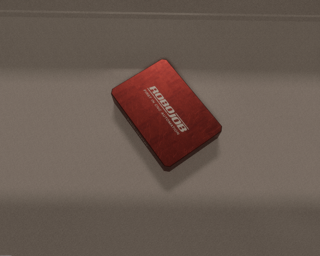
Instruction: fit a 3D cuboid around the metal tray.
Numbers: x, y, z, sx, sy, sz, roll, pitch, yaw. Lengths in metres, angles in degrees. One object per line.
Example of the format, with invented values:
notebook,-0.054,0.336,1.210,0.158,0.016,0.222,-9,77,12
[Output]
metal tray,0.007,-0.019,0.414,0.090,0.030,0.130,-34,74,-12
